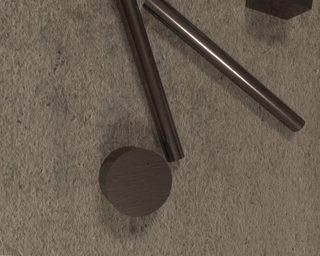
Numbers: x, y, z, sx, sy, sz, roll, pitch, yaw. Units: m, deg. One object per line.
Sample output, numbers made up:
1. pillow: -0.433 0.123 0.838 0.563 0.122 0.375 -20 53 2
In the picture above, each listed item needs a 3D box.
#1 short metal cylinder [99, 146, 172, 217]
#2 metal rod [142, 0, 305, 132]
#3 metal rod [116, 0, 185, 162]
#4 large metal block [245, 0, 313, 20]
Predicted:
1. short metal cylinder: -0.032 0.064 0.385 0.081 0.050 0.079 0 90 -21
2. metal rod: 0.102 -0.086 0.447 0.301 0.025 0.025 35 79 -17
3. metal rod: -0.023 -0.100 0.401 0.025 0.025 0.298 -20 97 -19
4. large metal block: 0.181 -0.219 0.464 0.081 0.050 0.080 8 87 -20
